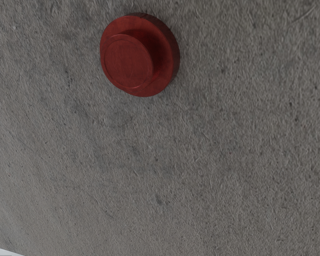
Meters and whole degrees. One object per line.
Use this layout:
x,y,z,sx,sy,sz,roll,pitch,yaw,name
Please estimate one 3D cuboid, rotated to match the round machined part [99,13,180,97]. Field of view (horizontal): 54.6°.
-0.030,-0.080,0.362,0.098,0.042,0.097,13,124,21,round machined part
